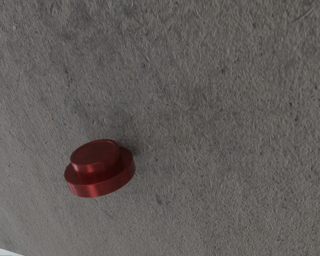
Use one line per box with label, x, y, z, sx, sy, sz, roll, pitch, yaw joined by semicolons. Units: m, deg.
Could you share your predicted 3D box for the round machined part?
round machined part;-0.087;0.050;0.437;0.098;0.098;0.042;3;119;27
